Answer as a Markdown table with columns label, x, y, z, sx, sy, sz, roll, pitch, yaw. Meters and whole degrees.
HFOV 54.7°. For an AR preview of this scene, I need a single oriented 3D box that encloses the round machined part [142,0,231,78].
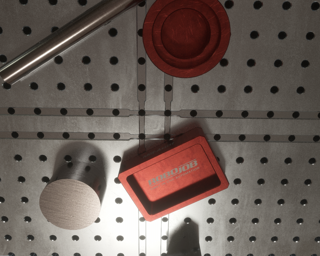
| label | x | y | z | sx | sy | sz | roll | pitch | yaw |
| --- | --- | --- | --- | --- | --- | --- | --- | --- | --- |
| round machined part | 0.029 | -0.111 | 0.364 | 0.099 | 0.042 | 0.097 | 0 | 110 | -1 |

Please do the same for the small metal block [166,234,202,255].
| label | x | y | z | sx | sy | sz | roll | pitch | yaw |
| --- | --- | --- | --- | --- | --- | --- | --- | --- | --- |
| small metal block | 0.037 | 0.202 | 0.475 | 0.025 | 0.050 | 0.050 | 40 | 105 | -14 |

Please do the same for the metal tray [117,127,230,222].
| label | x | y | z | sx | sy | sz | roll | pitch | yaw |
| --- | --- | --- | --- | --- | --- | --- | --- | --- | --- |
| metal tray | 0.019 | 0.067 | 0.435 | 0.130 | 0.030 | 0.090 | -26 | 108 | 9 |

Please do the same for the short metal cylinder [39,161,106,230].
| label | x | y | z | sx | sy | sz | roll | pitch | yaw |
| --- | --- | --- | --- | --- | --- | --- | --- | --- | --- |
| short metal cylinder | -0.119 | 0.094 | 0.433 | 0.081 | 0.050 | 0.079 | 0 | 110 | -1 |

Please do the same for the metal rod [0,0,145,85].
| label | x | y | z | sx | sy | sz | roll | pitch | yaw |
| --- | --- | --- | --- | --- | --- | --- | --- | --- | --- |
| metal rod | -0.062 | -0.137 | 0.362 | 0.300 | 0.025 | 0.025 | -29 | 108 | 9 |
